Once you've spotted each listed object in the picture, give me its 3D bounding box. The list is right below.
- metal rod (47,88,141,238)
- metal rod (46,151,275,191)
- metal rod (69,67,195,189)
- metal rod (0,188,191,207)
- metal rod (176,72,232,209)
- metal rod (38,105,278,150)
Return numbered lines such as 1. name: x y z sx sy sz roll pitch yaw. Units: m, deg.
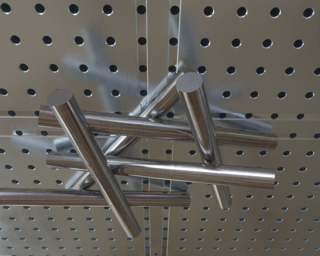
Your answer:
1. metal rod: -0.069 0.070 0.400 0.025 0.025 0.299 -8 137 6
2. metal rod: -0.013 0.052 0.400 0.301 0.025 0.025 3 132 18
3. metal rod: -0.058 0.028 0.434 0.025 0.025 0.299 31 124 -24
4. metal rod: -0.099 0.106 0.470 0.302 0.025 0.025 5 131 -16
5. metal rod: 0.067 0.041 0.401 0.025 0.025 0.299 -13 143 10
6. metal rod: 0.012 0.003 0.384 0.302 0.025 0.025 6 131 -17
